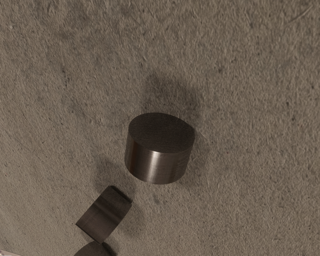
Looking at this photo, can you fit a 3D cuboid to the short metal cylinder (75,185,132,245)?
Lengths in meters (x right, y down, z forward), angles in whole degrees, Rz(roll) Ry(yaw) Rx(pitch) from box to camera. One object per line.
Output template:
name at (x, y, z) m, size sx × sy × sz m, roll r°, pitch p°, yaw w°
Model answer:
short metal cylinder at (-0.091, 0.140, 0.504) m, size 0.050 × 0.080 × 0.080 m, roll 41°, pitch 129°, yaw 0°

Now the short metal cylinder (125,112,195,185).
short metal cylinder at (-0.002, 0.024, 0.386) m, size 0.080 × 0.080 × 0.050 m, roll 22°, pitch 127°, yaw 14°

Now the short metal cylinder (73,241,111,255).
short metal cylinder at (-0.134, 0.269, 0.606) m, size 0.080 × 0.080 × 0.050 m, roll -23°, pitch 106°, yaw 36°
